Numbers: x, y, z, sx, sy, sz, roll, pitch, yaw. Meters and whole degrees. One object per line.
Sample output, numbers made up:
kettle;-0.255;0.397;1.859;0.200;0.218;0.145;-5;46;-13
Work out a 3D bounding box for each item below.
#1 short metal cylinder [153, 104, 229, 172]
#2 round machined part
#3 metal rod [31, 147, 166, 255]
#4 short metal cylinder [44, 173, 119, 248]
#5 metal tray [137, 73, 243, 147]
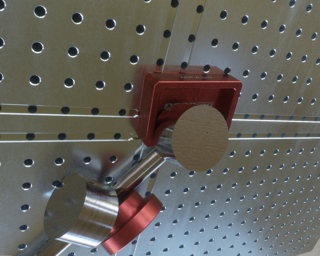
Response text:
short metal cylinder;0.038;0.010;0.388;0.081;0.050;0.079;-3;97;-26
round machined part;-0.047;0.123;0.428;0.098;0.098;0.042;-41;88;0
metal rod;-0.096;0.121;0.433;0.300;0.025;0.025;-41;129;0
short metal cylinder;-0.098;0.102;0.385;0.080;0.080;0.050;-49;129;7
metal tray;0.040;-0.025;0.413;0.131;0.030;0.089;-4;121;-26
